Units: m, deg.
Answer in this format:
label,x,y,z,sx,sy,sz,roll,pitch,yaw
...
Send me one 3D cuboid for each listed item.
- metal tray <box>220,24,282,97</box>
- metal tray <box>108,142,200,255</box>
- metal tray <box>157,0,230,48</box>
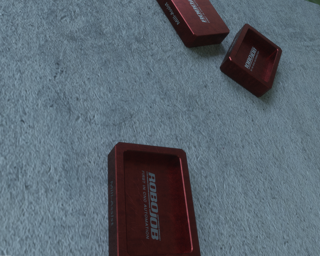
label,x,y,z,sx,sy,sz,roll,pitch,yaw
metal tray,0.170,-0.127,0.569,0.090,0.030,0.130,35,51,-6
metal tray,-0.009,0.084,0.343,0.091,0.030,0.130,8,58,-24
metal tray,0.056,-0.208,0.557,0.091,0.030,0.130,-18,71,-35
